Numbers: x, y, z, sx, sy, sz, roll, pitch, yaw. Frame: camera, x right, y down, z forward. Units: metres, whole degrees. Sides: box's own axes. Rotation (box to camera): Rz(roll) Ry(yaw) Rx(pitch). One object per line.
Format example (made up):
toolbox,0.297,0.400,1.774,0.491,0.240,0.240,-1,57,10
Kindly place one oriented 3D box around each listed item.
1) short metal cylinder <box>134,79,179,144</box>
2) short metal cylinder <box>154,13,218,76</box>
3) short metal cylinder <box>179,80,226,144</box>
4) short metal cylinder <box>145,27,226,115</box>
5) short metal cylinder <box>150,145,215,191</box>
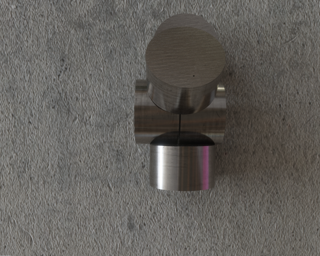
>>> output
short metal cylinder,-0.004,-0.020,0.384,0.050,0.080,0.079,1,90,-1
short metal cylinder,0.031,-0.099,0.400,0.081,0.050,0.079,0,90,-1
short metal cylinder,0.049,-0.019,0.384,0.050,0.080,0.079,0,90,0
short metal cylinder,0.025,-0.061,0.333,0.081,0.050,0.080,1,61,-1
short metal cylinder,0.027,0.045,0.384,0.081,0.080,0.050,0,90,-1
